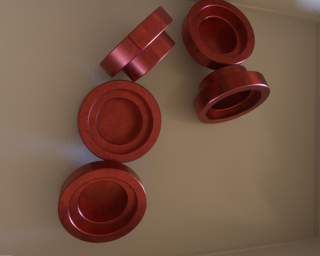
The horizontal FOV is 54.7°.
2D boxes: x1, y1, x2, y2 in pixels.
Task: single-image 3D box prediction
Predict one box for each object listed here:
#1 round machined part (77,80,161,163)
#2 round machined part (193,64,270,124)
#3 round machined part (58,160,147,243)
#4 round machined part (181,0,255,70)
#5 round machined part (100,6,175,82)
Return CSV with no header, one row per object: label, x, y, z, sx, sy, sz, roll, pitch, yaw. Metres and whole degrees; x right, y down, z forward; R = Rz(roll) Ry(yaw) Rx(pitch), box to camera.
round machined part,-0.052,-0.009,0.380,0.099,0.042,0.097,-2,95,-19
round machined part,0.090,-0.047,0.411,0.099,0.098,0.042,-9,66,-20
round machined part,-0.068,0.082,0.366,0.099,0.042,0.097,-5,111,-14
round machined part,0.074,-0.121,0.419,0.099,0.042,0.098,6,71,-18
round machined part,-0.021,-0.092,0.364,0.042,0.098,0.098,46,76,-14
